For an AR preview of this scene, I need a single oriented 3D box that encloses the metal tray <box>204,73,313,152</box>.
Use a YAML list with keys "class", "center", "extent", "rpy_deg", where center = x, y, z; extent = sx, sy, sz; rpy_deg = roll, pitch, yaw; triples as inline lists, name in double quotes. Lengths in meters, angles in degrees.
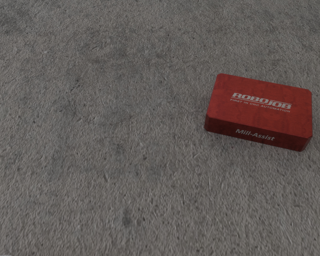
- class: "metal tray"
  center: [0.134, -0.025, 0.421]
  extent: [0.131, 0.030, 0.090]
  rpy_deg: [13, 51, 10]
